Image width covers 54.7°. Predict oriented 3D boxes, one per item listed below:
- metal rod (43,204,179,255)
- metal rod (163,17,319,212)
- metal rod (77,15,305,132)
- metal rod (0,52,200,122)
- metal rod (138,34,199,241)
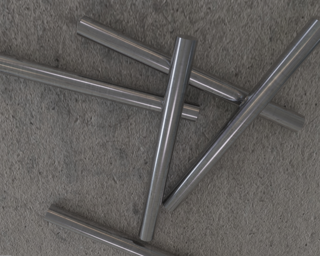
[{"bbox_3d":[-0.031,0.187,0.478,0.301,0.025,0.025,26,108,-10],"label":"metal rod"},{"bbox_3d":[0.092,0.001,0.388,0.025,0.025,0.298,30,116,-11],"label":"metal rod"},{"bbox_3d":[0.045,-0.063,0.386,0.302,0.025,0.025,23,109,-9],"label":"metal rod"},{"bbox_3d":[-0.098,-0.056,0.388,0.302,0.025,0.025,14,110,-6],"label":"metal rod"},{"bbox_3d":[0.004,0.032,0.401,0.025,0.025,0.298,9,117,-4],"label":"metal rod"}]
